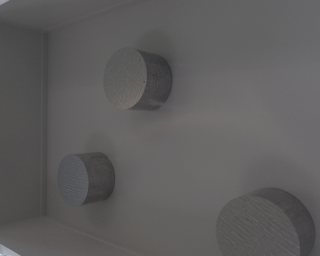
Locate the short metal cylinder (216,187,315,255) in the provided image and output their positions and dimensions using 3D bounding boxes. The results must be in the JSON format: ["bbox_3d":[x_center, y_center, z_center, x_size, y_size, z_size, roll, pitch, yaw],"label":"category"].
[{"bbox_3d":[0.103,0.103,0.305,0.080,0.050,0.080,0,90,40],"label":"short metal cylinder"}]

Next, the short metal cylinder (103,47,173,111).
[{"bbox_3d":[-0.030,-0.064,0.416,0.080,0.050,0.080,0,90,40],"label":"short metal cylinder"}]

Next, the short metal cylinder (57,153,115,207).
[{"bbox_3d":[-0.117,0.079,0.487,0.080,0.050,0.080,0,90,40],"label":"short metal cylinder"}]
